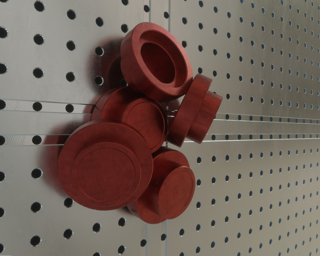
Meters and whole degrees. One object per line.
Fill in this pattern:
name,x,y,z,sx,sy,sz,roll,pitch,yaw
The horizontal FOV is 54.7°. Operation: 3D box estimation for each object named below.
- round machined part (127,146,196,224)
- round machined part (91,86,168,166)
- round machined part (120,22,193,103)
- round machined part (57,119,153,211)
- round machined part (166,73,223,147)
round machined part,0.007,0.075,0.390,0.099,0.042,0.097,-16,113,-43
round machined part,-0.029,-0.003,0.374,0.099,0.042,0.097,0,90,-40
round machined part,-0.009,-0.075,0.378,0.099,0.042,0.098,23,54,-36
round machined part,-0.056,0.042,0.322,0.099,0.042,0.097,-2,103,-10
round machined part,0.048,-0.018,0.402,0.042,0.098,0.098,25,69,6
